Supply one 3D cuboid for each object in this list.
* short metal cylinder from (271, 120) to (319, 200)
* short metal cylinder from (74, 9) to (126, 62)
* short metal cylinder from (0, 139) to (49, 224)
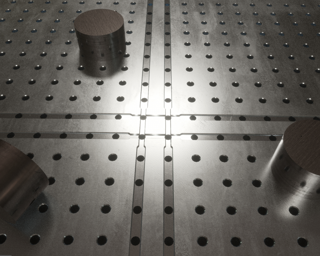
[{"bbox_3d":[0.178,0.036,0.363,0.081,0.050,0.080,0,50,0],"label":"short metal cylinder"},{"bbox_3d":[-0.099,-0.157,0.522,0.081,0.050,0.080,0,50,0],"label":"short metal cylinder"},{"bbox_3d":[-0.166,0.055,0.323,0.080,0.080,0.050,22,53,17],"label":"short metal cylinder"}]
